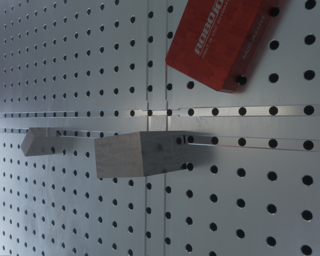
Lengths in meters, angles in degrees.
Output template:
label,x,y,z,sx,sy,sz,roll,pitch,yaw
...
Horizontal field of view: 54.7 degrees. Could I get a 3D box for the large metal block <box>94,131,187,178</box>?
label,x,y,z,sx,sy,sz,roll,pitch,yaw
large metal block,-0.024,0.033,0.394,0.080,0.081,0.050,-9,84,39

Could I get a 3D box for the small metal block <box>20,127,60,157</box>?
label,x,y,z,sx,sy,sz,roll,pitch,yaw
small metal block,-0.223,0.025,0.578,0.025,0.050,0.050,51,120,28

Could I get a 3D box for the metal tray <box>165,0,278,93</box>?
label,x,y,z,sx,sy,sz,roll,pitch,yaw
metal tray,0.068,-0.116,0.350,0.090,0.030,0.129,35,112,34
